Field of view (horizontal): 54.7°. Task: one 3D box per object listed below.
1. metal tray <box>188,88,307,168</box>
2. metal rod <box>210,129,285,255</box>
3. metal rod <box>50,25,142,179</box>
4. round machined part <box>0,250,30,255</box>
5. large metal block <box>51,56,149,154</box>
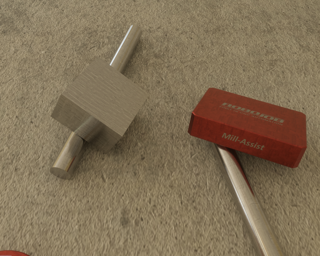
[{"bbox_3d":[0.111,-0.006,0.388,0.130,0.030,0.090,18,33,14],"label":"metal tray"},{"bbox_3d":[0.102,0.103,0.317,0.025,0.025,0.300,-10,51,-8],"label":"metal rod"},{"bbox_3d":[-0.079,-0.059,0.451,0.025,0.025,0.300,11,51,9],"label":"metal rod"},{"bbox_3d":[-0.144,0.153,0.262,0.099,0.042,0.098,0,50,0],"label":"round machined part"},{"bbox_3d":[-0.072,-0.029,0.385,0.080,0.050,0.080,36,48,-9],"label":"large metal block"}]
